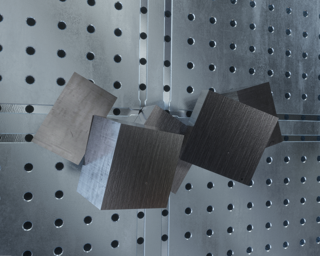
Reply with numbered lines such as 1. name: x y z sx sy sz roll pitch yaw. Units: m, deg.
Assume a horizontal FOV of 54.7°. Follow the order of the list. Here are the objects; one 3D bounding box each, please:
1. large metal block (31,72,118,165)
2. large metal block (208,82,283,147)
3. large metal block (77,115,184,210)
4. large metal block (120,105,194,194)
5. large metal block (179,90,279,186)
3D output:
1. large metal block: -0.098 -0.010 0.347 0.050 0.080 0.080 32 80 -18
2. large metal block: 0.113 -0.014 0.426 0.050 0.080 0.080 -17 96 -19
3. large metal block: -0.030 0.036 0.319 0.081 0.050 0.080 11 93 -41
4. large metal block: -0.002 0.027 0.399 0.080 0.050 0.080 34 79 -17
5. large metal block: 0.073 0.008 0.354 0.080 0.050 0.080 22 96 -4
